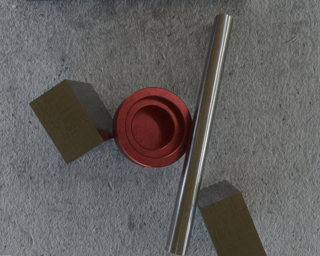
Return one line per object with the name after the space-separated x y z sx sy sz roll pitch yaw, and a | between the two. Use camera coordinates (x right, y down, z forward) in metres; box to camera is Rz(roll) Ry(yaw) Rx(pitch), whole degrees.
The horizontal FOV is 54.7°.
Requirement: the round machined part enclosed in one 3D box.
-0.012 0.001 0.391 0.099 0.042 0.097 2 83 -20 | round machined part

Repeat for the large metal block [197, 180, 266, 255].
0.081 0.117 0.384 0.050 0.080 0.080 -22 90 0 | large metal block

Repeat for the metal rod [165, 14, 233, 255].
0.052 -0.002 0.380 0.025 0.025 0.299 13 78 -1 | metal rod

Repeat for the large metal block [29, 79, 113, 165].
-0.098 -0.009 0.378 0.050 0.080 0.080 -32 90 8 | large metal block
